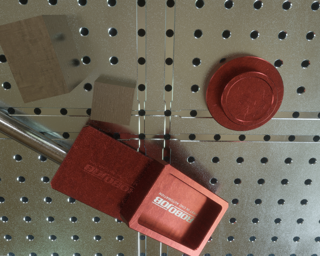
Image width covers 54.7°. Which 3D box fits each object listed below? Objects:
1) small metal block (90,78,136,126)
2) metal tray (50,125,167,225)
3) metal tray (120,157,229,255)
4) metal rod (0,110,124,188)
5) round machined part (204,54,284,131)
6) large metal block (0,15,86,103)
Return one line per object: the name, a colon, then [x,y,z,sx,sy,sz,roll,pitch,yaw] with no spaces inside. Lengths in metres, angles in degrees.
small metal block: [-0.060,-0.034,0.400,0.050,0.025,0.050,9,110,-4]
metal tray: [-0.064,0.064,0.415,0.131,0.030,0.090,30,86,-14]
metal tray: [0.023,0.109,0.415,0.130,0.030,0.090,36,83,-30]
metal rod: [-0.158,0.023,0.419,0.301,0.025,0.025,32,107,-12]
round machined part: [0.108,-0.041,0.391,0.099,0.042,0.097,0,110,-1]
large metal block: [-0.130,-0.082,0.352,0.050,0.080,0.079,-13,110,4]
